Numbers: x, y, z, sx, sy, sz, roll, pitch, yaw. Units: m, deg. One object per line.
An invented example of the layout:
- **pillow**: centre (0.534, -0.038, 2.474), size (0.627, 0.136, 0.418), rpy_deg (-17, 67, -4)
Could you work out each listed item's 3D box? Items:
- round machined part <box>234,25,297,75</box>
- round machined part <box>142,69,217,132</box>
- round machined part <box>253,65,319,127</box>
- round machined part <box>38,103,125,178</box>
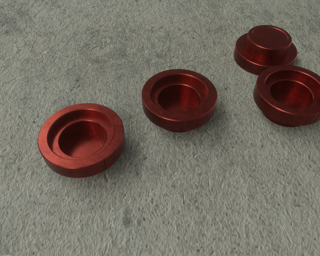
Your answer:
- **round machined part**: centre (0.173, -0.131, 0.503), size (0.099, 0.042, 0.098), rpy_deg (0, 50, 0)
- **round machined part**: centre (0.025, -0.033, 0.420), size (0.099, 0.042, 0.098), rpy_deg (0, 50, 0)
- **round machined part**: centre (0.178, -0.040, 0.426), size (0.099, 0.042, 0.098), rpy_deg (0, 50, 0)
- **round machined part**: centre (-0.091, 0.019, 0.376), size (0.099, 0.042, 0.098), rpy_deg (0, 50, 0)
